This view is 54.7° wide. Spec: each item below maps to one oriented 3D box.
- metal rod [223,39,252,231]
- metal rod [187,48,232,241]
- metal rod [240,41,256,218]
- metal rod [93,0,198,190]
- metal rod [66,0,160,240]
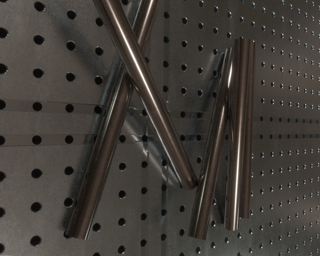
[{"bbox_3d":[0.117,0.018,0.475,0.025,0.025,0.298,-12,109,-40],"label":"metal rod"},{"bbox_3d":[0.084,0.011,0.463,0.025,0.025,0.299,30,66,-37],"label":"metal rod"},{"bbox_3d":[0.147,0.001,0.532,0.025,0.025,0.298,6,85,-40],"label":"metal rod"},{"bbox_3d":[-0.011,-0.036,0.373,0.025,0.025,0.299,-45,126,-31],"label":"metal rod"},{"bbox_3d":[-0.051,-0.024,0.367,0.025,0.025,0.299,25,74,-38],"label":"metal rod"}]
